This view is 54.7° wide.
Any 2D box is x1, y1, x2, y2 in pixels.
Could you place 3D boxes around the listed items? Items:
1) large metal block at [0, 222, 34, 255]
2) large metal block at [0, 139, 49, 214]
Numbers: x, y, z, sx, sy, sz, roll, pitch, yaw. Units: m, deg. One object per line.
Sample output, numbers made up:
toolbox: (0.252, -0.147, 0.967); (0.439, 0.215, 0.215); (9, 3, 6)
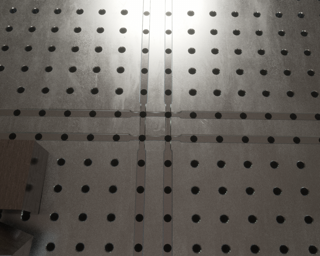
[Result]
large metal block: (-0.191, 0.144, 0.325); (0.080, 0.050, 0.079); (20, 104, 7)
large metal block: (-0.189, 0.059, 0.374); (0.081, 0.050, 0.080); (2, 69, 0)
